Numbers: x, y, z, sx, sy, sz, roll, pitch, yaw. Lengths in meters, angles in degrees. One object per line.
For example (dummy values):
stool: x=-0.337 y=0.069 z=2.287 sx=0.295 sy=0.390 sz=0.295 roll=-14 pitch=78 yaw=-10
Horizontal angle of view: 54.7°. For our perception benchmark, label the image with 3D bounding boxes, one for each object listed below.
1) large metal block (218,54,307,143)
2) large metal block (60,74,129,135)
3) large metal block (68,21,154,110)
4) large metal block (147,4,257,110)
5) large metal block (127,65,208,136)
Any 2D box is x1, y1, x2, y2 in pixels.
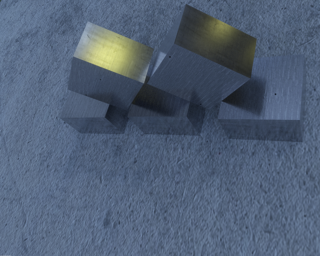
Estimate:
large metal block: x=0.117 y=-0.032 z=0.347 sx=0.080 sy=0.050 sz=0.080 roll=2 pitch=62 yaw=28
large metal block: x=-0.088 y=-0.038 z=0.457 sx=0.080 sy=0.050 sz=0.080 roll=0 pitch=62 yaw=28
large metal block: x=-0.063 y=-0.072 z=0.381 sx=0.080 sy=0.080 sz=0.050 roll=19 pitch=65 yaw=-13
large metal block: x=0.042 y=-0.070 z=0.329 sx=0.080 sy=0.080 sz=0.050 roll=137 pitch=152 yaw=-62
large metal block: x=0.015 y=-0.037 z=0.404 sx=0.080 sy=0.050 sz=0.080 roll=1 pitch=62 yaw=28
